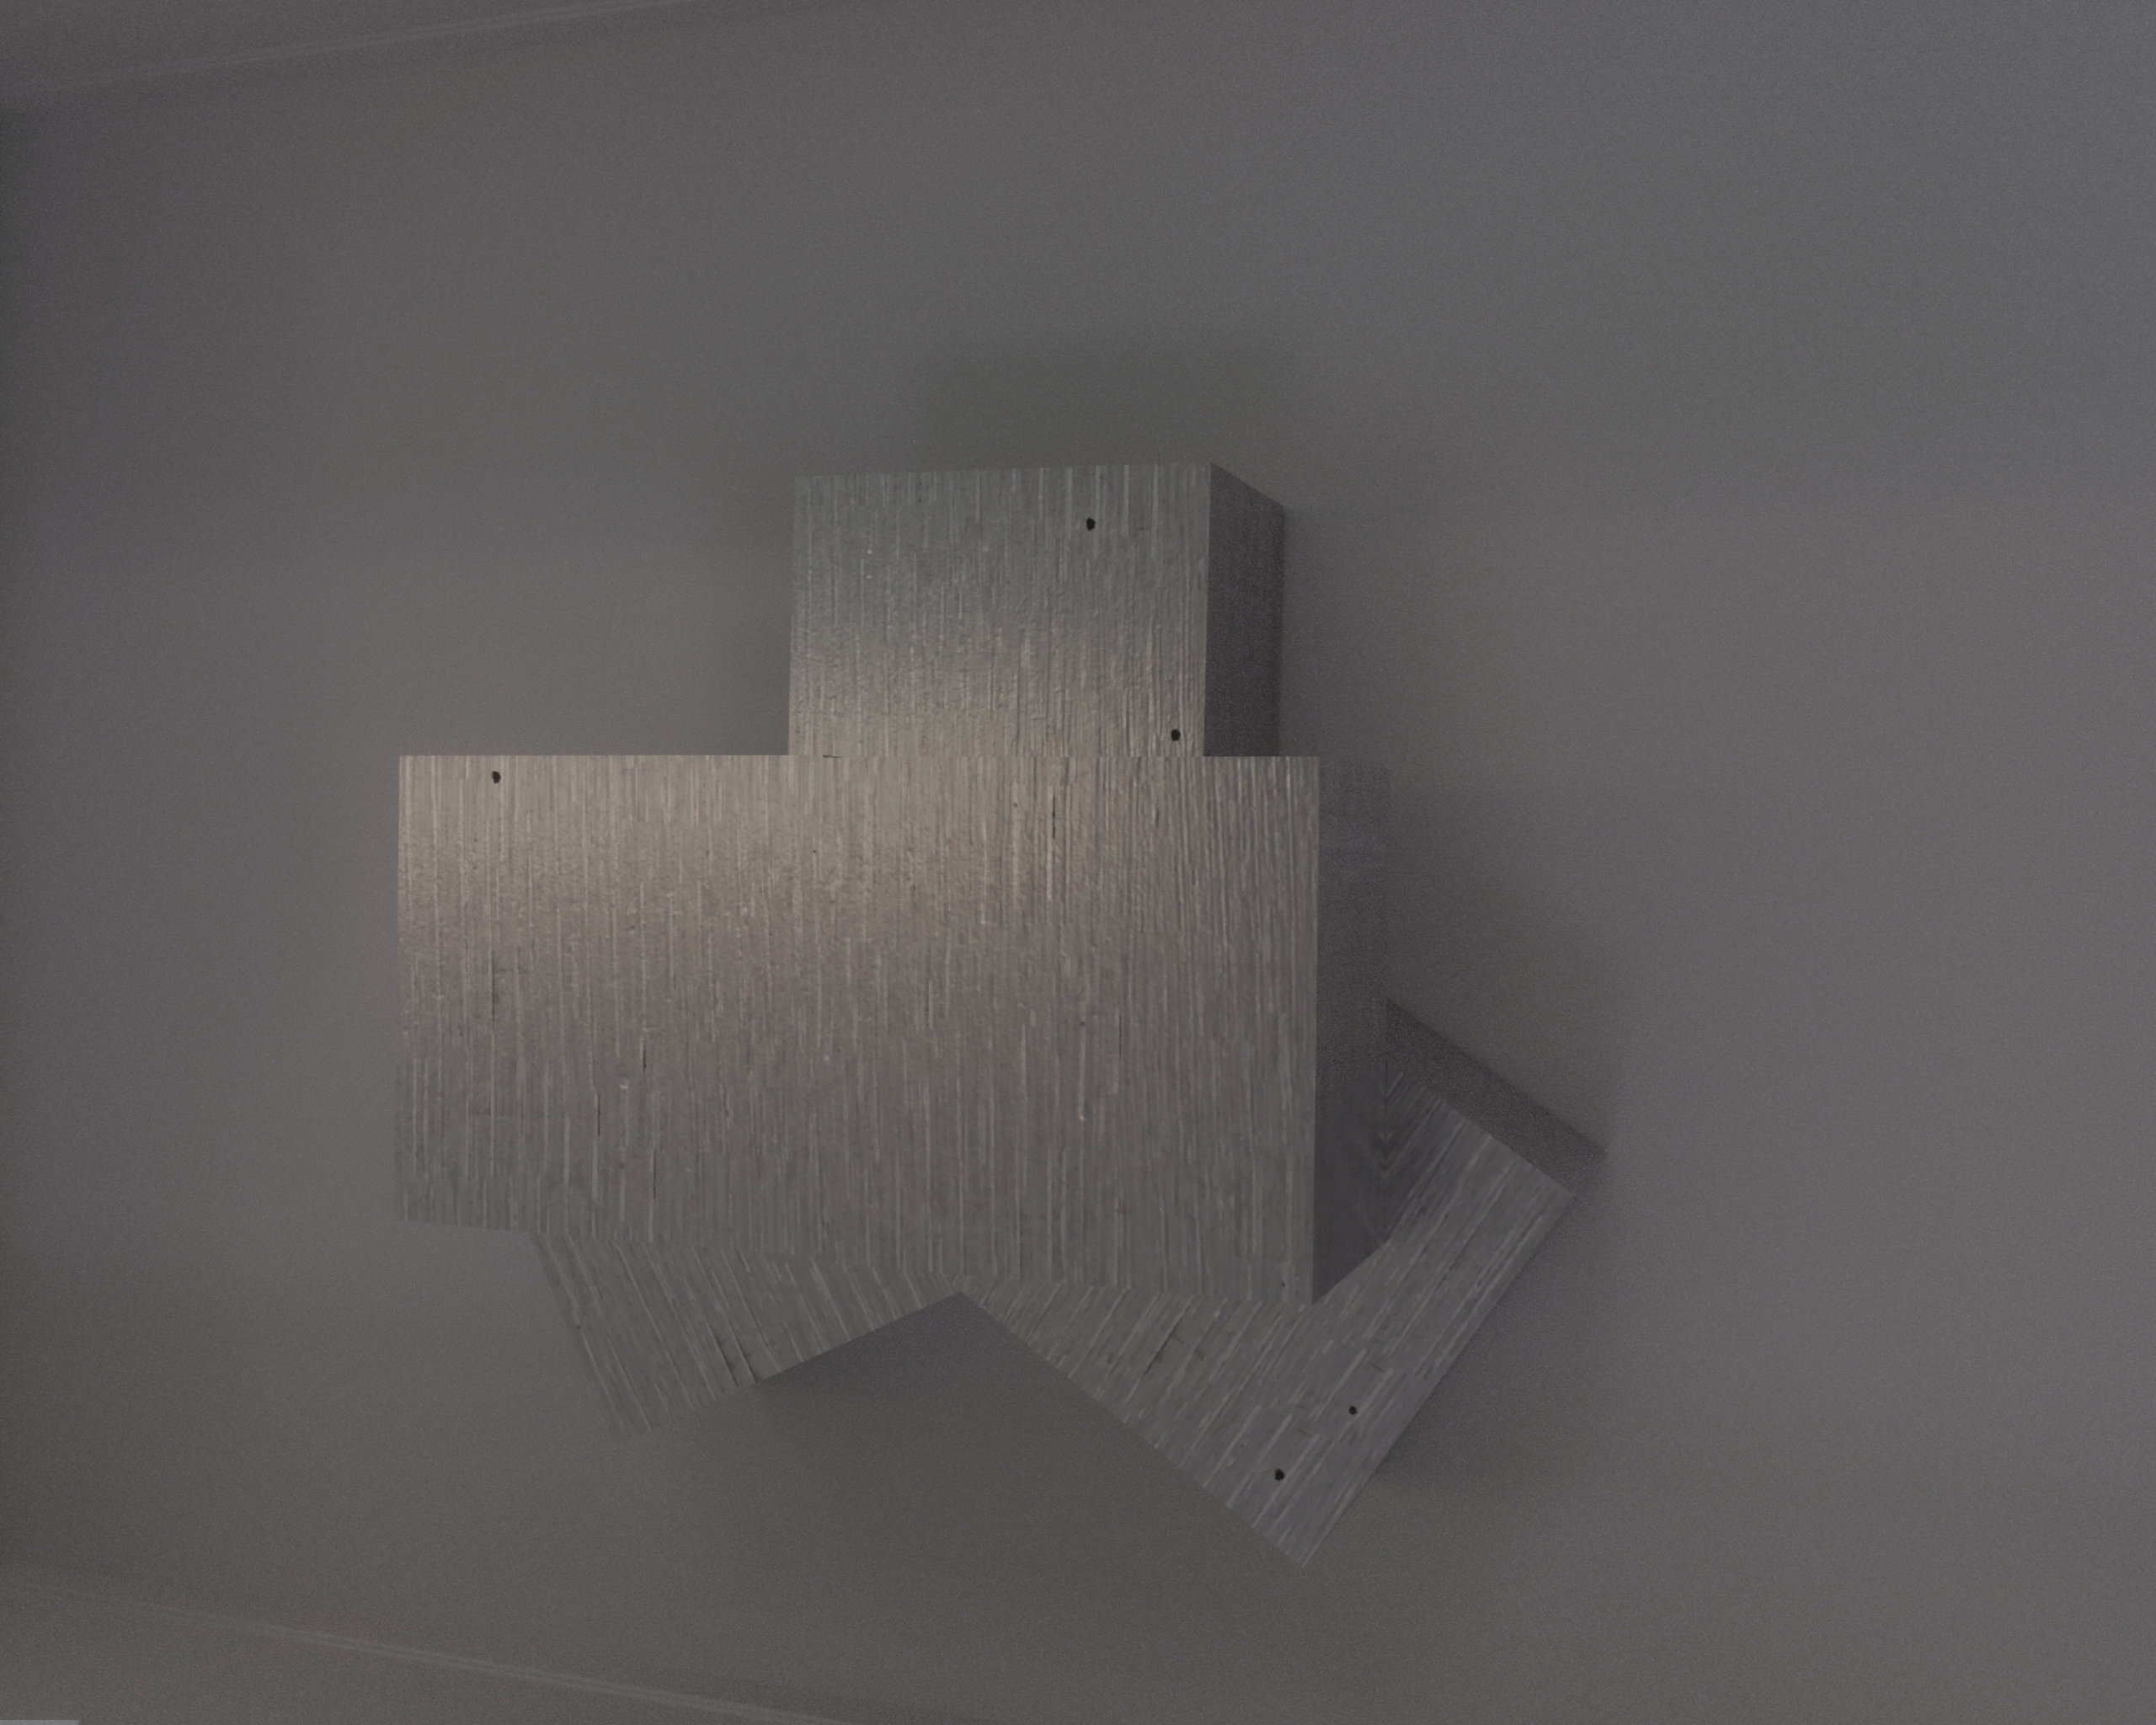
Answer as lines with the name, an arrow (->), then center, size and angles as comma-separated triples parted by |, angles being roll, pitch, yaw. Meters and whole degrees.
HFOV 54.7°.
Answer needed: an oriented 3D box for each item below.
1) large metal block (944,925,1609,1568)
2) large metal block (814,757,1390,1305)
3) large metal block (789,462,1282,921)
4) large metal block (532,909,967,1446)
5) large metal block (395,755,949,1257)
large metal block -> 0.037, 0.064, 0.381 | 0.080, 0.050, 0.080 | 36, 101, 17
large metal block -> 0.005, 0.024, 0.339 | 0.080, 0.050, 0.080 | 1, 90, 20
large metal block -> -0.007, -0.031, 0.398 | 0.080, 0.050, 0.080 | 2, 91, 20
large metal block -> -0.063, 0.059, 0.418 | 0.080, 0.050, 0.080 | -27, 81, 18
large metal block -> -0.070, 0.022, 0.367 | 0.080, 0.050, 0.080 | 1, 90, 20
